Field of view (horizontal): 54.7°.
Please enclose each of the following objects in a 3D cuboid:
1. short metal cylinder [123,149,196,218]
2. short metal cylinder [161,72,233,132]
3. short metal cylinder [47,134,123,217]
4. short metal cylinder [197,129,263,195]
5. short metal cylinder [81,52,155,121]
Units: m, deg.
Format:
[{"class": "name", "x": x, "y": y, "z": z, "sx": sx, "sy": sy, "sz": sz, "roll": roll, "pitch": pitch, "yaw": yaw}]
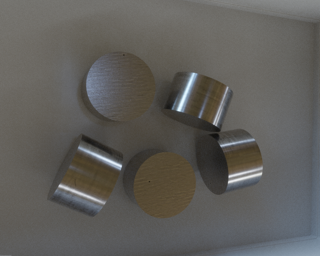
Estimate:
[{"class": "short metal cylinder", "x": -0.002, "y": 0.069, "z": 0.396, "sx": 0.081, "sy": 0.050, "sz": 0.079, "roll": 0, "pitch": 90, "yaw": -21}, {"class": "short metal cylinder", "x": 0.048, "y": -0.032, "z": 0.400, "sx": 0.080, "sy": 0.080, "sz": 0.050, "roll": 23, "pitch": 83, "yaw": -19}, {"class": "short metal cylinder", "x": -0.084, "y": 0.053, "z": 0.349, "sx": 0.050, "sy": 0.080, "sz": 0.080, "roll": 29, "pitch": 81, "yaw": -18}, {"class": "short metal cylinder", "x": 0.090, "y": 0.044, "z": 0.414, "sx": 0.050, "sy": 0.080, "sz": 0.079, "roll": -10, "pitch": 94, "yaw": -20}, {"class": "short metal cylinder", "x": -0.052, "y": -0.048, "z": 0.377, "sx": 0.081, "sy": 0.050, "sz": 0.079, "roll": 0, "pitch": 90, "yaw": -21}]
